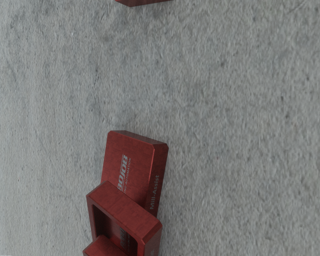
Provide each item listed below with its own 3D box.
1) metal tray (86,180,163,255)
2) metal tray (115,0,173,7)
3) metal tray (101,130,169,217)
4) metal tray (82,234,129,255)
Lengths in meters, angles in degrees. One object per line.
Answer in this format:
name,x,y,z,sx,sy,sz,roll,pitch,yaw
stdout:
metal tray,-0.045,0.135,0.385,0.090,0.030,0.129,31,138,25
metal tray,-0.016,-0.236,0.412,0.090,0.030,0.129,9,96,39
metal tray,-0.041,0.075,0.434,0.090,0.030,0.129,16,100,38
metal tray,-0.049,0.204,0.394,0.090,0.030,0.129,28,137,28
